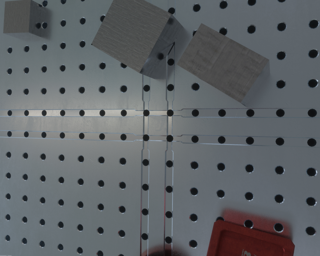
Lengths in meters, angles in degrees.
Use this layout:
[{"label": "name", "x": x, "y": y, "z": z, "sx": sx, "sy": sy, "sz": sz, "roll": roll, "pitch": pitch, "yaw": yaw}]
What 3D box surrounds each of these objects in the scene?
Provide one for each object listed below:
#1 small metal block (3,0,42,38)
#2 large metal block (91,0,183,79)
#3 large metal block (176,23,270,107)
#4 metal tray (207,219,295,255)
[{"label": "small metal block", "x": -0.217, "y": -0.172, "z": 0.489, "sx": 0.050, "sy": 0.025, "sz": 0.050, "roll": 5, "pitch": 92, "yaw": 20}, {"label": "large metal block", "x": -0.030, "y": -0.122, "z": 0.410, "sx": 0.080, "sy": 0.050, "sz": 0.080, "roll": 33, "pitch": 101, "yaw": 17}, {"label": "large metal block", "x": 0.076, "y": -0.068, "z": 0.356, "sx": 0.080, "sy": 0.080, "sz": 0.050, "roll": 35, "pitch": 101, "yaw": 16}, {"label": "metal tray", "x": 0.094, "y": 0.181, "z": 0.352, "sx": 0.090, "sy": 0.030, "sz": 0.130, "roll": 10, "pitch": 75, "yaw": 23}]
